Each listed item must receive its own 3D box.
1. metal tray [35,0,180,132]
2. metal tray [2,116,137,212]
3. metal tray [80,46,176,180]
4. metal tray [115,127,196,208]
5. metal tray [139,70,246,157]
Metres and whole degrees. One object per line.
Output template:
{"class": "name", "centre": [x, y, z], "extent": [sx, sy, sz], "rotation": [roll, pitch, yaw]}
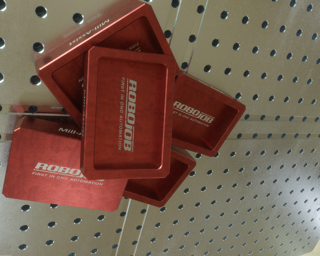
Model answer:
{"class": "metal tray", "centre": [-0.052, -0.065, 0.337], "extent": [0.130, 0.030, 0.090], "rotation": [-34, 128, -6]}
{"class": "metal tray", "centre": [-0.102, 0.045, 0.358], "extent": [0.131, 0.030, 0.089], "rotation": [13, 113, -19]}
{"class": "metal tray", "centre": [-0.034, -0.014, 0.325], "extent": [0.091, 0.030, 0.129], "rotation": [2, 93, -21]}
{"class": "metal tray", "centre": [-0.022, 0.054, 0.427], "extent": [0.131, 0.030, 0.090], "rotation": [28, 103, -38]}
{"class": "metal tray", "centre": [0.045, -0.017, 0.420], "extent": [0.131, 0.030, 0.090], "rotation": [19, 109, -36]}
